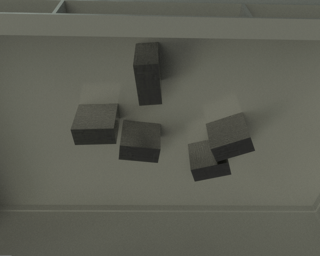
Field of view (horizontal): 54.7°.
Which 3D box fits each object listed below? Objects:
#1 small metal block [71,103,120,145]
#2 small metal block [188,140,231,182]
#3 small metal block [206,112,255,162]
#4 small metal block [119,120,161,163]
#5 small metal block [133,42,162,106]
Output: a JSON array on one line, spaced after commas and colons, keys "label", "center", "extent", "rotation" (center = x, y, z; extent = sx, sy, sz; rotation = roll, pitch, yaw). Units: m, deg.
[{"label": "small metal block", "center": [-0.079, -0.005, 0.387], "extent": [0.050, 0.050, 0.025], "rotation": [-2, 130, 1]}, {"label": "small metal block", "center": [0.068, 0.043, 0.430], "extent": [0.050, 0.050, 0.025], "rotation": [-13, 129, 10]}, {"label": "small metal block", "center": [0.091, 0.011, 0.404], "extent": [0.050, 0.050, 0.025], "rotation": [-18, 128, 14]}, {"label": "small metal block", "center": [-0.026, 0.017, 0.407], "extent": [0.050, 0.050, 0.025], "rotation": [6, 130, -6]}, {"label": "small metal block", "center": [-0.012, -0.060, 0.341], "extent": [0.025, 0.050, 0.050], "rotation": [-4, 130, 3]}]
